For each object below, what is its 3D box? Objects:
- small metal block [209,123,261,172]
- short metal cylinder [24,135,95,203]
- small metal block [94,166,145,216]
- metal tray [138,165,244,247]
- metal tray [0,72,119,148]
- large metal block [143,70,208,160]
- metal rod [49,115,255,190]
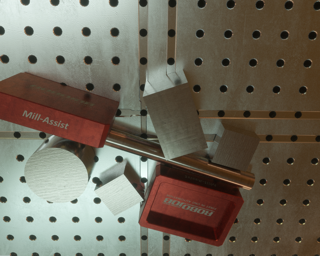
[{"bbox_3d":[0.101,0.026,0.424,0.050,0.025,0.050,16,109,-6],"label":"small metal block"},{"bbox_3d":[-0.132,0.053,0.417,0.081,0.050,0.079,0,110,0],"label":"short metal cylinder"},{"bbox_3d":[-0.058,0.091,0.447,0.050,0.025,0.050,-31,107,10],"label":"small metal block"},{"bbox_3d":[0.044,0.115,0.453,0.131,0.030,0.089,17,109,-7],"label":"metal tray"},{"bbox_3d":[-0.120,-0.024,0.367,0.131,0.090,0.030,17,109,-7],"label":"metal tray"},{"bbox_3d":[0.018,-0.019,0.378,0.050,0.080,0.080,-17,109,6],"label":"large metal block"},{"bbox_3d":[-0.013,0.030,0.424,0.302,0.025,0.025,18,109,-7],"label":"metal rod"}]
